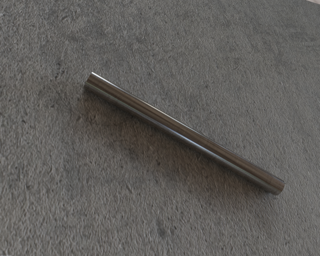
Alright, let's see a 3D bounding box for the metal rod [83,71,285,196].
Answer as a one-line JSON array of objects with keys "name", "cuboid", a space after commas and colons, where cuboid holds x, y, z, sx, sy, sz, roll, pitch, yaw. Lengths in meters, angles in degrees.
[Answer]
[{"name": "metal rod", "cuboid": [0.039, 0.012, 0.416, 0.301, 0.025, 0.025, 29, 52, -10]}]
